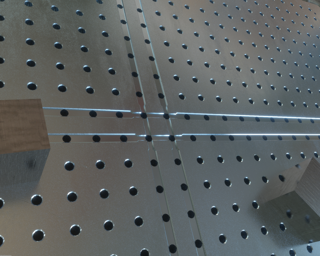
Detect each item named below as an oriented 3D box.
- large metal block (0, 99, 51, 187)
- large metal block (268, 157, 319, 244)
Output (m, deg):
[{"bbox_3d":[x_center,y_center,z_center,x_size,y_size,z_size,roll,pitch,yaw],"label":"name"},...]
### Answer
[{"bbox_3d":[-0.151,0.018,0.281,0.081,0.080,0.050,-6,65,-31],"label":"large metal block"},{"bbox_3d":[0.216,0.102,0.445,0.080,0.050,0.080,47,51,5],"label":"large metal block"}]
